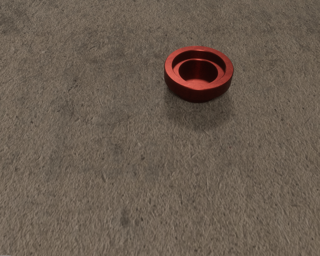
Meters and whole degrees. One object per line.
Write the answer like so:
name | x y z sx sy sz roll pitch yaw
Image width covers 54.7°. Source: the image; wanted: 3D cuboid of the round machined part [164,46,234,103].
round machined part | 0.055 -0.075 0.456 0.099 0.042 0.098 0 50 0
